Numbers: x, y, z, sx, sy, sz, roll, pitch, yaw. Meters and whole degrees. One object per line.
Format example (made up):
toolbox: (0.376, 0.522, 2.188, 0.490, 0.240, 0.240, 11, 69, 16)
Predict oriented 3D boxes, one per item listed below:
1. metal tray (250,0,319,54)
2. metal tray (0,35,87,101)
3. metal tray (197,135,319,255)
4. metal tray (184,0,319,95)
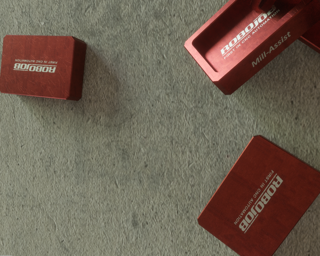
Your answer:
metal tray: (0.158, -0.115, 0.305, 0.130, 0.090, 0.030, 37, 91, 6)
metal tray: (-0.179, -0.092, 0.470, 0.130, 0.030, 0.089, 7, 92, 19)
metal tray: (0.116, 0.084, 0.365, 0.090, 0.030, 0.129, 34, 101, 16)
metal tray: (0.099, -0.110, 0.348, 0.130, 0.030, 0.090, -41, 45, 15)
